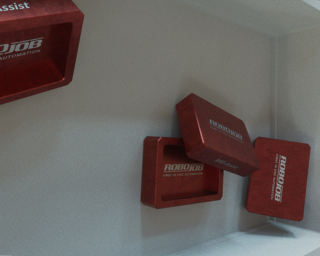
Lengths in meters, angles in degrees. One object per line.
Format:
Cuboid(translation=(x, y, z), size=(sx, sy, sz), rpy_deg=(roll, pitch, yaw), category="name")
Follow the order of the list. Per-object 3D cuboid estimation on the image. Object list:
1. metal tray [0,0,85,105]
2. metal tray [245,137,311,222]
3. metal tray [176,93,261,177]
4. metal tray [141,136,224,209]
Cuboid(translation=(-0.132, -0.059, 0.254), size=(0.131, 0.089, 0.030), rpy_deg=(-26, 68, -37), category="metal tray")
Cuboid(translation=(0.201, 0.086, 0.534), size=(0.030, 0.090, 0.129), rpy_deg=(48, 52, -77), category="metal tray")
Cuboid(translation=(0.085, 0.013, 0.446), size=(0.131, 0.030, 0.090), rpy_deg=(22, 44, -38), category="metal tray")
Cuboid(translation=(0.036, 0.059, 0.433), size=(0.131, 0.030, 0.089), rpy_deg=(4, 87, -40), category="metal tray")
